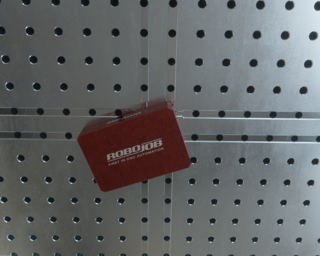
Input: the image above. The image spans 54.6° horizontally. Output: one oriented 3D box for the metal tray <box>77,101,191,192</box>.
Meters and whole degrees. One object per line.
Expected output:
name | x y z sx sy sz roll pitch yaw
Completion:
metal tray | -0.033 0.027 0.420 0.130 0.030 0.090 -18 109 6
